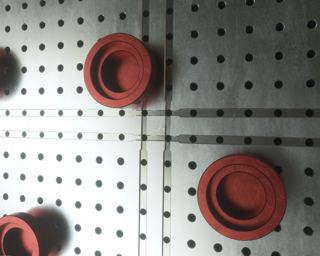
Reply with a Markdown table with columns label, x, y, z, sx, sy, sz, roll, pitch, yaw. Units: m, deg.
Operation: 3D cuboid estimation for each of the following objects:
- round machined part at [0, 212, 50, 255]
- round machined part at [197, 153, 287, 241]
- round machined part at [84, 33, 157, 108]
| label | x | y | z | sx | sy | sz | roll | pitch | yaw |
| --- | --- | --- | --- | --- | --- | --- | --- | --- | --- |
| round machined part | -0.210 | 0.177 | 0.476 | 0.098 | 0.042 | 0.097 | 0 | 90 | 19 |
| round machined part | 0.097 | 0.079 | 0.369 | 0.098 | 0.042 | 0.097 | 0 | 90 | 19 |
| round machined part | -0.050 | -0.074 | 0.420 | 0.098 | 0.042 | 0.097 | 0 | 90 | 19 |
